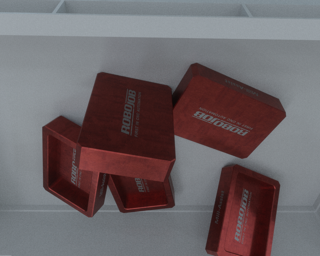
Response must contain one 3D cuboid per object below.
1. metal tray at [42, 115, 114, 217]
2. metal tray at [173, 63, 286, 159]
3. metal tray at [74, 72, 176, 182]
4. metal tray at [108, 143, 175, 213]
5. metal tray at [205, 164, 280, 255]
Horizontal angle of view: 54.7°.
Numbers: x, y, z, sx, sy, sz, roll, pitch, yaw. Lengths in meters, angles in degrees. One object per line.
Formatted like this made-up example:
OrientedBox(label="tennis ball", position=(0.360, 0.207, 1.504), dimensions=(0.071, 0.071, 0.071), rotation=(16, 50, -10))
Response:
OrientedBox(label="metal tray", position=(-0.116, 0.056, 0.426), dimensions=(0.090, 0.030, 0.129), rotation=(28, 130, 13))
OrientedBox(label="metal tray", position=(0.078, -0.017, 0.393), dimensions=(0.131, 0.030, 0.089), rotation=(20, 127, -17))
OrientedBox(label="metal tray", position=(-0.033, -0.007, 0.334), dimensions=(0.091, 0.130, 0.030), rotation=(10, 129, -9))
OrientedBox(label="metal tray", position=(-0.031, 0.076, 0.469), dimensions=(0.090, 0.030, 0.129), rotation=(-8, 130, 6))
OrientedBox(label="metal tray", position=(0.124, 0.129, 0.455), dimensions=(0.091, 0.130, 0.030), rotation=(23, 159, -19))
